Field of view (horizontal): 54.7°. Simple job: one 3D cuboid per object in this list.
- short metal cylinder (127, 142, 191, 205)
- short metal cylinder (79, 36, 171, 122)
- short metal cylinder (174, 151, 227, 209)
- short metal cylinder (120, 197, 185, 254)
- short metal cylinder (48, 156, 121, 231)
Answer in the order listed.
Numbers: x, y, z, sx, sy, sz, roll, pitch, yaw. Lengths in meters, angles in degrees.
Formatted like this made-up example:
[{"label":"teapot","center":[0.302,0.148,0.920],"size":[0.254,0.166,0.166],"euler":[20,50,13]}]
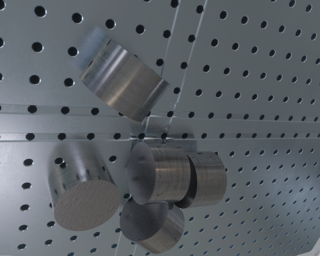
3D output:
[{"label":"short metal cylinder","center":[-0.004,0.059,0.410],"size":[0.050,0.080,0.079],"euler":[4,117,-30]},{"label":"short metal cylinder","center":[-0.036,-0.050,0.325],"size":[0.080,0.080,0.050],"euler":[32,101,-38]},{"label":"short metal cylinder","center":[0.051,0.074,0.449],"size":[0.050,0.080,0.079],"euler":[2,117,-30]},{"label":"short metal cylinder","center":[-0.011,0.135,0.453],"size":[0.080,0.080,0.050],"euler":[-40,130,-1]},{"label":"short metal cylinder","center":[-0.096,0.083,0.393],"size":[0.081,0.050,0.079],"euler":[-14,124,-21]}]
